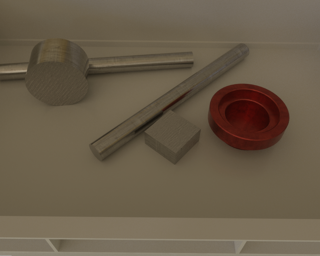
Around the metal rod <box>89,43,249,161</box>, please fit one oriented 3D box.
[{"bbox_3d":[0.030,-0.050,0.447,0.302,0.025,0.025,-36,59,-27],"label":"metal rod"}]

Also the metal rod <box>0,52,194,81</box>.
[{"bbox_3d":[-0.098,-0.098,0.485,0.302,0.025,0.025,-5,50,-5],"label":"metal rod"}]

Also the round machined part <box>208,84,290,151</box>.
[{"bbox_3d":[0.112,-0.010,0.404,0.099,0.042,0.098,0,50,0],"label":"round machined part"}]

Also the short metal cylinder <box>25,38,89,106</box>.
[{"bbox_3d":[-0.141,-0.077,0.432,0.081,0.080,0.050,-5,50,-5],"label":"short metal cylinder"}]

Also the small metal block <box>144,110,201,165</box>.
[{"bbox_3d":[0.016,0.011,0.396,0.050,0.025,0.050,34,57,25],"label":"small metal block"}]
